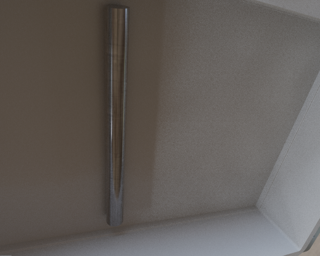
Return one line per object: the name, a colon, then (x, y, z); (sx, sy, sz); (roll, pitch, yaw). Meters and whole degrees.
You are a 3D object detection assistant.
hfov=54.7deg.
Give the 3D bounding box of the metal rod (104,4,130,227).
metal rod: (-0.055, 0.007, 0.384); (0.025, 0.025, 0.298); (-9, 123, -24)
